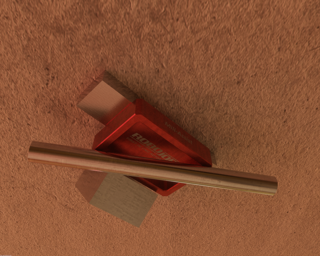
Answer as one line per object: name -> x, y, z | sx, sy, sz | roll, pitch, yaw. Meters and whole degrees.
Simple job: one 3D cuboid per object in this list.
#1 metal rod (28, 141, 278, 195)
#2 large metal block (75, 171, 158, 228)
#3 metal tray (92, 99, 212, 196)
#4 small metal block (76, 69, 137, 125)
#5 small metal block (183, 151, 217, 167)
metal rod -> -0.001, 0.051, 0.380 | 0.302, 0.025, 0.025 | 9, 130, -9
large metal block -> -0.063, 0.087, 0.435 | 0.080, 0.080, 0.050 | 36, 80, -27
metal tray -> -0.008, 0.031, 0.398 | 0.130, 0.030, 0.090 | 36, 121, -27
small metal block -> -0.064, -0.034, 0.378 | 0.050, 0.025, 0.050 | -38, 121, 27
small metal block -> 0.046, 0.049, 0.451 | 0.050, 0.025, 0.050 | 31, 123, -24
